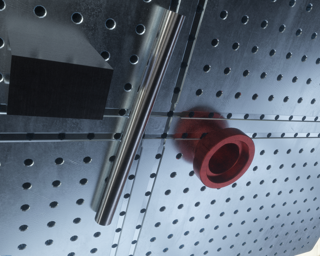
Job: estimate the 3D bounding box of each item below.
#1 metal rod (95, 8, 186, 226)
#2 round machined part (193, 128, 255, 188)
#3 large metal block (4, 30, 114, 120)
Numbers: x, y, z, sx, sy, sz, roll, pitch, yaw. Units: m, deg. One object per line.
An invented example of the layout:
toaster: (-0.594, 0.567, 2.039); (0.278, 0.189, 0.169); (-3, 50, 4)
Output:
metal rod: (-0.033, 0.003, 0.394); (0.025, 0.025, 0.298); (7, 115, -32)
round machined part: (0.093, 0.041, 0.477); (0.099, 0.042, 0.097); (-14, 124, -21)
large metal block: (-0.099, -0.050, 0.291); (0.081, 0.080, 0.050); (3, 117, -30)
